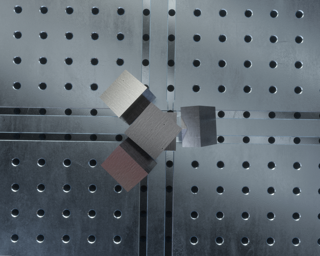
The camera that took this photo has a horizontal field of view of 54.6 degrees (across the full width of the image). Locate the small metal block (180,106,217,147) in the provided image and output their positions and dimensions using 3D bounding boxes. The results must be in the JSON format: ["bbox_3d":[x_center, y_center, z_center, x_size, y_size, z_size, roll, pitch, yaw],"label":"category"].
[{"bbox_3d":[0.051,-0.002,0.398,0.025,0.050,0.050,-3,90,33],"label":"small metal block"}]

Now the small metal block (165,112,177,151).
[{"bbox_3d":[-0.004,0.003,0.413,0.050,0.025,0.050,2,93,0],"label":"small metal block"}]

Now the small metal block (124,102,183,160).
[{"bbox_3d":[-0.008,0.004,0.388,0.050,0.025,0.050,41,89,-1],"label":"small metal block"}]

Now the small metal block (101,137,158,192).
[{"bbox_3d":[-0.040,0.047,0.400,0.050,0.025,0.050,45,127,0],"label":"small metal block"}]

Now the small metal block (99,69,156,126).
[{"bbox_3d":[-0.042,-0.040,0.401,0.050,0.025,0.050,-47,54,0],"label":"small metal block"}]
